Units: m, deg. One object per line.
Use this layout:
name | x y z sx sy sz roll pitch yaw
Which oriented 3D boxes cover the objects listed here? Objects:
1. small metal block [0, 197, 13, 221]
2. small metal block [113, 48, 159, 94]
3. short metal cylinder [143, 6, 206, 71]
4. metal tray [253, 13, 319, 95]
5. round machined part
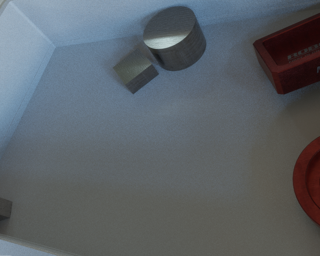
small metal block | -0.254 0.118 0.448 0.050 0.050 0.025 -21 54 15
small metal block | -0.038 -0.088 0.478 0.050 0.025 0.050 -38 51 2
short metal cylinder | 0.022 -0.131 0.457 0.080 0.050 0.080 -13 56 20
metal tray | 0.181 -0.094 0.346 0.130 0.030 0.090 -21 34 15
round machined part | 0.172 0.051 0.268 0.098 0.042 0.098 -18 53 26
